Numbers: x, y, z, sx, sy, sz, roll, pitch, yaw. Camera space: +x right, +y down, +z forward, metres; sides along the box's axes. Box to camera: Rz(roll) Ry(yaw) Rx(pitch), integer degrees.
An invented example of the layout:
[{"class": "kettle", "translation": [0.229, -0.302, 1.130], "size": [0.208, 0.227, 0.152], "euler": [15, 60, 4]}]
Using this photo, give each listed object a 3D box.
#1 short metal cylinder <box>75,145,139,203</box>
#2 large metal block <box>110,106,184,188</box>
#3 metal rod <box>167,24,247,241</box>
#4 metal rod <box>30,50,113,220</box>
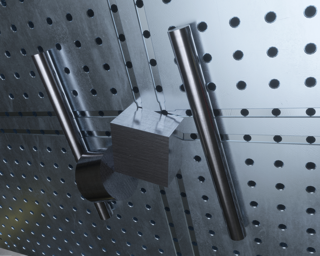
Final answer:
[{"class": "short metal cylinder", "translation": [-0.076, 0.067, 0.456], "size": [0.050, 0.080, 0.080], "euler": [-14, 111, 34]}, {"class": "large metal block", "translation": [-0.016, 0.024, 0.417], "size": [0.080, 0.050, 0.079], "euler": [13, 124, 20]}, {"class": "metal rod", "translation": [0.066, 0.023, 0.389], "size": [0.025, 0.025, 0.298], "euler": [-6, 116, 30]}, {"class": "metal rod", "translation": [-0.132, 0.026, 0.494], "size": [0.025, 0.025, 0.298], "euler": [-1, 118, 28]}]
